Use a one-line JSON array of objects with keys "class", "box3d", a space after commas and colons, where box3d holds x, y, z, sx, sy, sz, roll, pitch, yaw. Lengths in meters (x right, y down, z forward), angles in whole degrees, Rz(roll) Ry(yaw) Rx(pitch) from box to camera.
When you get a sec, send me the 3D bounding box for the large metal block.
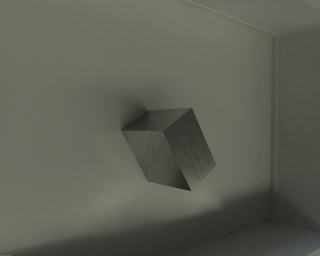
[{"class": "large metal block", "box3d": [0.010, 0.024, 0.378, 0.050, 0.080, 0.080, -39, 114, -33]}]
